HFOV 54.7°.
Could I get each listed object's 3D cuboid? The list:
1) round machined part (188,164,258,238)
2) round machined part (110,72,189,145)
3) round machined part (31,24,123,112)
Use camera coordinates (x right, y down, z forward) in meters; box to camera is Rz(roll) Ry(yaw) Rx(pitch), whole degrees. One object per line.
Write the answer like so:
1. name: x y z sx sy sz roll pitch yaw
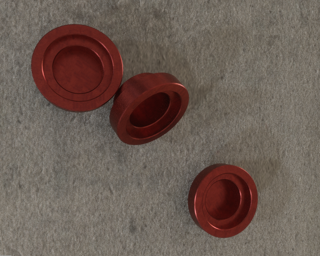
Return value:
1. round machined part: 0.083 0.098 0.432 0.099 0.042 0.097 0 90 -21
2. round machined part: -0.017 -0.028 0.376 0.099 0.097 0.042 -26 57 -18
3. round machined part: -0.095 -0.067 0.363 0.099 0.042 0.097 1 88 -17
